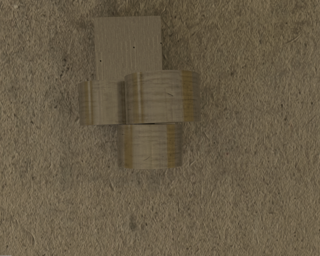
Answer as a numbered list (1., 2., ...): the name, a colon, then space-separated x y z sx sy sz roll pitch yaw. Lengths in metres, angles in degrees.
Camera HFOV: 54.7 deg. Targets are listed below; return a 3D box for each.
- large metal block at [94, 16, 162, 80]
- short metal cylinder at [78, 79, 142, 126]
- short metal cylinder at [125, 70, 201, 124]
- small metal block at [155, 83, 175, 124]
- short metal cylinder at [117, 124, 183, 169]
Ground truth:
1. large metal block: -0.038 -0.095 0.399 0.081 0.050 0.080 -2 90 0
2. short metal cylinder: -0.059 -0.029 0.384 0.081 0.080 0.050 -2 90 0
3. short metal cylinder: 0.003 -0.031 0.334 0.081 0.080 0.050 -2 90 0
4. small metal block: 0.007 -0.030 0.401 0.025 0.050 0.050 1 90 0
5. short metal cylinder: -0.012 0.021 0.384 0.081 0.080 0.050 0 90 0
